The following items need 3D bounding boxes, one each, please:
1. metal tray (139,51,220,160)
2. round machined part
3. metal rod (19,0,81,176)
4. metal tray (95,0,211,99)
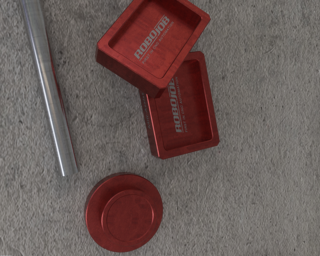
[{"bbox_3d":[0.024,-0.031,0.415,0.091,0.030,0.129,-12,94,-20],"label":"metal tray"},{"bbox_3d":[-0.042,0.106,0.385,0.099,0.042,0.097,0,90,-20],"label":"round machined part"},{"bbox_3d":[-0.137,-0.092,0.358,0.025,0.025,0.298,-13,95,-20],"label":"metal rod"},{"bbox_3d":[-0.006,-0.111,0.378,0.090,0.030,0.130,33,66,-3],"label":"metal tray"}]
